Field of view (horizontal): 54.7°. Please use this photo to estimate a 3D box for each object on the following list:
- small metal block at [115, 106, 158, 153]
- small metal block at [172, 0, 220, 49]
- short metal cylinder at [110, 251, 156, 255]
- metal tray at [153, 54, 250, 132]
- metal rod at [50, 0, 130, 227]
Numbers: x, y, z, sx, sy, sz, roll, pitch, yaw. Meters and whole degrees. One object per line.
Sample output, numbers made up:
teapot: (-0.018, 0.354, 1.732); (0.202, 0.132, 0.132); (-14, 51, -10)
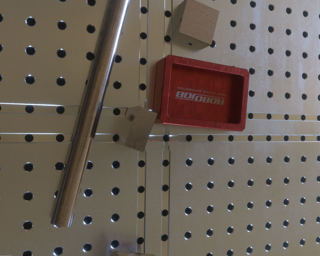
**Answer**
small metal block: (-0.031, 0.001, 0.389); (0.025, 0.050, 0.050); (22, 83, -19)
small metal block: (0.050, -0.145, 0.432); (0.050, 0.025, 0.050); (16, 85, -20)
short metal cylinder: (-0.036, 0.192, 0.371); (0.050, 0.080, 0.080); (14, 85, -20)
metal tray: (0.059, -0.045, 0.432); (0.131, 0.030, 0.089); (6, 88, -20)
metal rod: (-0.083, -0.030, 0.382); (0.025, 0.025, 0.298); (15, 85, -20)
